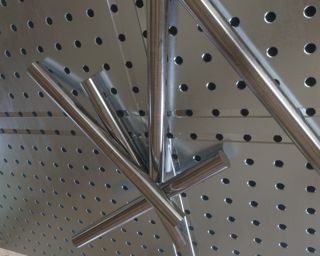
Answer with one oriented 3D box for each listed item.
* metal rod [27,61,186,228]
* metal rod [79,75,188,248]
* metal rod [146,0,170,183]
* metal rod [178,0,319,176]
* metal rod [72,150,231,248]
[{"bbox_3d":[-0.079,0.017,0.429,0.300,0.025,0.025,45,129,9],"label":"metal rod"},{"bbox_3d":[-0.032,0.060,0.463,0.025,0.025,0.299,-16,111,34],"label":"metal rod"},{"bbox_3d":[-0.003,-0.054,0.378,0.025,0.025,0.298,14,124,20],"label":"metal rod"},{"bbox_3d":[0.121,-0.030,0.328,0.300,0.025,0.025,49,128,-7],"label":"metal rod"},{"bbox_3d":[-0.028,0.115,0.459,0.299,0.025,0.025,-34,100,26],"label":"metal rod"}]
